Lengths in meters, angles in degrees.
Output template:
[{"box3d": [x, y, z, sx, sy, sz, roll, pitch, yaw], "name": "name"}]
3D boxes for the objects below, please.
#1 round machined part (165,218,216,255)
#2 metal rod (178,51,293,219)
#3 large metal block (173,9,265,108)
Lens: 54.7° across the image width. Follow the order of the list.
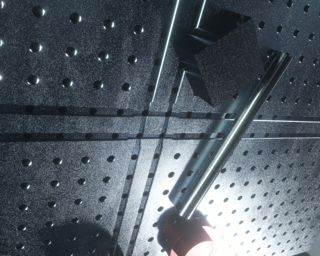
[{"box3d": [0.062, 0.218, 0.572, 0.099, 0.042, 0.097, -14, 125, -21], "name": "round machined part"}, {"box3d": [0.111, 0.020, 0.486, 0.025, 0.025, 0.298, 18, 109, -36], "name": "metal rod"}, {"box3d": [0.075, -0.086, 0.385, 0.080, 0.050, 0.080, -34, 129, -6], "name": "large metal block"}]
